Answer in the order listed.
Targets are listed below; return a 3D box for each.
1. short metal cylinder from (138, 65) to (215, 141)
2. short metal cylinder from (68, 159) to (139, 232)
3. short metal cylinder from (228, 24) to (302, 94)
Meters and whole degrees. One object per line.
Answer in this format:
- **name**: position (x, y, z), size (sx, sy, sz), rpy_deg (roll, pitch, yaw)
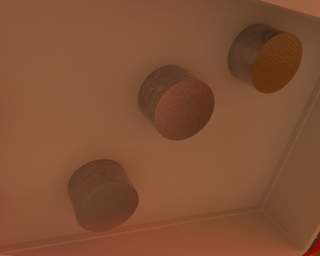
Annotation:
- **short metal cylinder**: position (0.020, -0.031, 0.384), size (0.081, 0.050, 0.079), rpy_deg (-14, 124, -21)
- **short metal cylinder**: position (-0.075, 0.088, 0.406), size (0.081, 0.050, 0.079), rpy_deg (-14, 124, -21)
- **short metal cylinder**: position (0.138, -0.092, 0.411), size (0.081, 0.050, 0.079), rpy_deg (-14, 124, -21)
